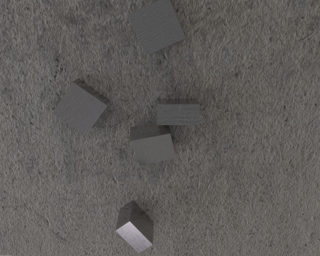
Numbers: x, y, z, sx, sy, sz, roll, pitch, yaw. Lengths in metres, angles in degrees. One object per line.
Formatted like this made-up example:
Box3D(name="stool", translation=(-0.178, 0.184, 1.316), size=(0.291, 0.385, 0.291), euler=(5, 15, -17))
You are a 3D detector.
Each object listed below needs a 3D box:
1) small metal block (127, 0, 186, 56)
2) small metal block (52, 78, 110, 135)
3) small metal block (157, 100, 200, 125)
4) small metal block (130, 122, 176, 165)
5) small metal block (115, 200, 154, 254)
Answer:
Box3D(name="small metal block", translation=(-0.004, -0.120, 0.365), size=(0.050, 0.025, 0.050), euler=(-23, 109, 8))
Box3D(name="small metal block", translation=(-0.100, -0.027, 0.399), size=(0.050, 0.025, 0.050), euler=(35, 106, -12))
Box3D(name="small metal block", translation=(0.021, -0.021, 0.387), size=(0.050, 0.050, 0.025), euler=(0, 103, 0))
Box3D(name="small metal block", translation=(-0.009, 0.020, 0.407), size=(0.050, 0.025, 0.050), euler=(-11, 135, 4))
Box3D(name="small metal block", translation=(-0.035, 0.142, 0.448), size=(0.025, 0.050, 0.050), euler=(-36, 106, 12))
